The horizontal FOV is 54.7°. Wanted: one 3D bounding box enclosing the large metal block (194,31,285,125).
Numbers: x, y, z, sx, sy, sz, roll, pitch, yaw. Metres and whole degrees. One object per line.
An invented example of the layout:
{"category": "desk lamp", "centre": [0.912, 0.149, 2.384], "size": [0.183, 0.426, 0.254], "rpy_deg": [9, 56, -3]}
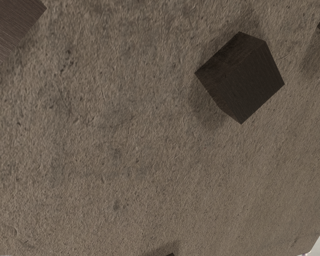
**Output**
{"category": "large metal block", "centre": [0.106, -0.065, 0.411], "size": [0.080, 0.050, 0.080], "rpy_deg": [-43, 130, 1]}

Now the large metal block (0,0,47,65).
{"category": "large metal block", "centre": [-0.153, -0.098, 0.247], "size": [0.080, 0.050, 0.080], "rpy_deg": [-48, 129, 5]}

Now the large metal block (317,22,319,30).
{"category": "large metal block", "centre": [0.289, -0.158, 0.435], "size": [0.050, 0.080, 0.080], "rpy_deg": [21, 107, -36]}

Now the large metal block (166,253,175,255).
{"category": "large metal block", "centre": [0.000, 0.291, 0.573], "size": [0.081, 0.050, 0.079], "rpy_deg": [-16, 125, -20]}
